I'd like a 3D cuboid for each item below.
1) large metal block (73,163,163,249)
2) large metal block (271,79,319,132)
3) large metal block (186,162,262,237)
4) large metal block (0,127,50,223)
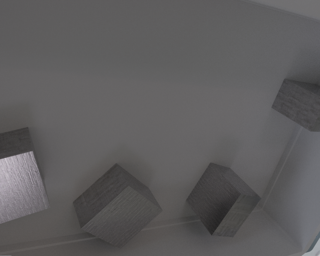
[{"bbox_3d":[-0.057,0.108,0.428,0.080,0.050,0.080,-43,130,1],"label":"large metal block"},{"bbox_3d":[0.239,-0.035,0.482,0.081,0.080,0.050,2,117,-30],"label":"large metal block"},{"bbox_3d":[0.099,0.115,0.498,0.050,0.080,0.080,19,108,-36],"label":"large metal block"},{"bbox_3d":[-0.172,0.054,0.332,0.081,0.050,0.079,-15,125,-20],"label":"large metal block"}]
